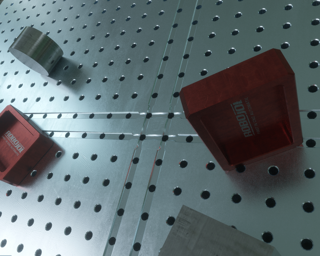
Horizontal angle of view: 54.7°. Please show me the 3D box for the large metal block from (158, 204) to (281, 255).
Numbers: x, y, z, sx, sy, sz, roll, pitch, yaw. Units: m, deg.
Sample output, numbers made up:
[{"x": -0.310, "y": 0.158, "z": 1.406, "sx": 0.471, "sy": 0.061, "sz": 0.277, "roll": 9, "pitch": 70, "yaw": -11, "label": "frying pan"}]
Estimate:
[{"x": 0.057, "y": 0.116, "z": 0.271, "sx": 0.080, "sy": 0.080, "sz": 0.050, "roll": 17, "pitch": 71, "yaw": 34, "label": "large metal block"}]

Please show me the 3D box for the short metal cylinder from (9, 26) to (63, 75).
[{"x": -0.230, "y": -0.142, "z": 0.578, "sx": 0.080, "sy": 0.080, "sz": 0.050, "roll": 19, "pitch": 72, "yaw": 35, "label": "short metal cylinder"}]

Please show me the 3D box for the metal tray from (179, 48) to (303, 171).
[{"x": 0.084, "y": -0.008, "z": 0.301, "sx": 0.090, "sy": 0.130, "sz": 0.030, "roll": -23, "pitch": 54, "yaw": 14, "label": "metal tray"}]

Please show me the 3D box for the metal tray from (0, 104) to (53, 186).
[{"x": -0.246, "y": 0.024, "z": 0.515, "sx": 0.130, "sy": 0.030, "sz": 0.090, "roll": 32, "pitch": 79, "yaw": 37, "label": "metal tray"}]
